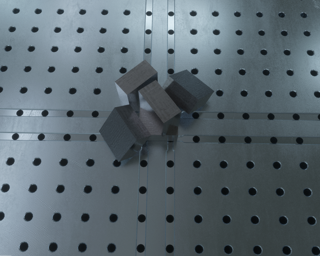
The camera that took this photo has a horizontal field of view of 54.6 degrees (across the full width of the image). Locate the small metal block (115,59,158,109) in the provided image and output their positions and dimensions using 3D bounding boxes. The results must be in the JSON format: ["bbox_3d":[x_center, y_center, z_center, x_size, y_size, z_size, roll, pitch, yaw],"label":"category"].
[{"bbox_3d":[-0.030,-0.057,0.419,0.050,0.050,0.025,-39,75,-13],"label":"small metal block"}]

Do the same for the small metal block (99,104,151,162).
[{"bbox_3d":[-0.045,0.007,0.393,0.025,0.050,0.050,-17,66,-46],"label":"small metal block"}]

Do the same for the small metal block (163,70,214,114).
[{"bbox_3d":[0.037,-0.050,0.416,0.050,0.025,0.050,41,35,13],"label":"small metal block"}]

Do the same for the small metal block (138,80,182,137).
[{"bbox_3d":[-0.001,-0.023,0.380,0.025,0.050,0.050,-34,74,-12],"label":"small metal block"}]

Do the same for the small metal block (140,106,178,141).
[{"bbox_3d":[-0.002,-0.010,0.415,0.050,0.025,0.050,1,70,-1],"label":"small metal block"}]
